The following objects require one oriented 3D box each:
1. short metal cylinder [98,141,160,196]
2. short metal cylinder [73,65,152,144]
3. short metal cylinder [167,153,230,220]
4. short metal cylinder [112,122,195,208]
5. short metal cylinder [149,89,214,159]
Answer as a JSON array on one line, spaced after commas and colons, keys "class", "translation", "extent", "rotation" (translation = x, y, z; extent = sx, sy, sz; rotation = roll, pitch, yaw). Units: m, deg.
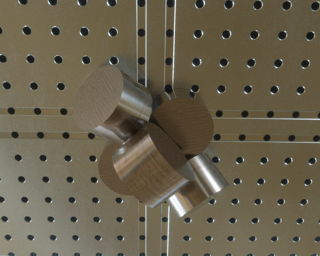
[{"class": "short metal cylinder", "translation": [-0.038, 0.043, 0.414], "extent": [0.081, 0.050, 0.079], "rotation": [0, 110, -1]}, {"class": "short metal cylinder", "translation": [-0.056, -0.027, 0.366], "extent": [0.080, 0.080, 0.050], "rotation": [-44, 139, 14]}, {"class": "short metal cylinder", "translation": [0.043, 0.077, 0.405], "extent": [0.080, 0.080, 0.050], "rotation": [-39, 71, 13]}, {"class": "short metal cylinder", "translation": [-0.007, 0.040, 0.344], "extent": [0.050, 0.080, 0.080], "rotation": [-39, 106, 13]}, {"class": "short metal cylinder", "translation": [0.025, -0.006, 0.397], "extent": [0.081, 0.050, 0.079], "rotation": [0, 110, -1]}]
